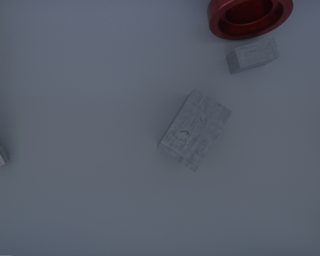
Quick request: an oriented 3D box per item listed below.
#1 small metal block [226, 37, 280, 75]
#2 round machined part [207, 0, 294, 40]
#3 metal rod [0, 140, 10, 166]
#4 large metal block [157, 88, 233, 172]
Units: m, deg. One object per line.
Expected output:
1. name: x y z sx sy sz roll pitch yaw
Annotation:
1. small metal block: 0.118 -0.092 0.400 0.050 0.050 0.025 -16 90 0
2. round machined part: 0.107 -0.151 0.378 0.099 0.098 0.042 -5 76 -1
3. metal rod: -0.250 -0.082 0.343 0.025 0.025 0.298 -17 117 0
4. large metal block: 0.039 0.002 0.384 0.050 0.080 0.080 32 90 -1
